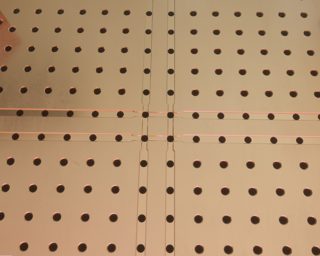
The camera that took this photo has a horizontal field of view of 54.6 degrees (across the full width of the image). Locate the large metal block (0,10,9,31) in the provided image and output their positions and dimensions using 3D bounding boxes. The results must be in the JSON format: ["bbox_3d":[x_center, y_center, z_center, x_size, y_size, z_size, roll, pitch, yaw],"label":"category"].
[{"bbox_3d":[-0.292,-0.161,0.456,0.080,0.050,0.080,29,73,10],"label":"large metal block"}]
